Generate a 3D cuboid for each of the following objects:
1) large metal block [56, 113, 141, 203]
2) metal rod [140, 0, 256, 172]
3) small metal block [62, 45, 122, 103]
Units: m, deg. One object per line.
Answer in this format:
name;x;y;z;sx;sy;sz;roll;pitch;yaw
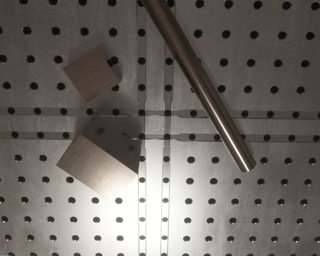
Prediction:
large metal block;-0.073;0.035;0.396;0.080;0.080;0.050;38;106;-13
metal rod;0.046;-0.066;0.389;0.025;0.025;0.299;-30;108;10
small metal block;-0.083;-0.068;0.387;0.050;0.025;0.050;-29;108;10
